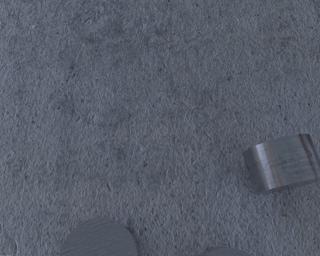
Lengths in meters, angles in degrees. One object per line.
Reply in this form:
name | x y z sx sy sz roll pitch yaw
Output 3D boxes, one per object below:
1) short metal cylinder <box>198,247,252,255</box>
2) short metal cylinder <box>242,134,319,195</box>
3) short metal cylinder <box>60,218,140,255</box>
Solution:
short metal cylinder | 0.071 0.171 0.333 0.081 0.050 0.080 0 70 0
short metal cylinder | 0.144 0.045 0.363 0.081 0.080 0.050 -11 71 -4
short metal cylinder | -0.063 0.143 0.342 0.081 0.050 0.080 0 70 0
